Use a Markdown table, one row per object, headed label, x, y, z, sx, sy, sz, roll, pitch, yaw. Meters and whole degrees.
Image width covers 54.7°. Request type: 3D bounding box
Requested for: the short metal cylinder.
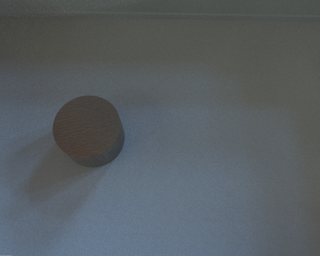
| label | x | y | z | sx | sy | sz | roll | pitch | yaw |
| --- | --- | --- | --- | --- | --- | --- | --- | --- | --- |
| short metal cylinder | -0.088 | 0.006 | 0.393 | 0.081 | 0.050 | 0.080 | 0 | 70 | 0 |
